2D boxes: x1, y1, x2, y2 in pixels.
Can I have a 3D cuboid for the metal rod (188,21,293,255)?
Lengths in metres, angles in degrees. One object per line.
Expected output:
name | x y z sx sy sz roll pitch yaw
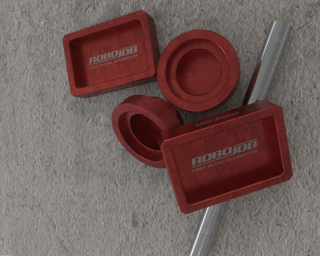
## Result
metal rod | 0.094 0.021 0.375 0.025 0.025 0.298 21 97 19

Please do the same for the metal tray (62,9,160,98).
metal tray | -0.067 -0.098 0.429 0.130 0.030 0.090 -11 86 19

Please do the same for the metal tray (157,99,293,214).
metal tray | 0.072 0.031 0.339 0.131 0.030 0.089 -17 108 -3

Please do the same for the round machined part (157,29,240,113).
round machined part | 0.049 -0.067 0.382 0.098 0.042 0.097 0 89 19

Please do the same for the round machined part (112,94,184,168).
round machined part | -0.009 0.000 0.386 0.098 0.042 0.097 24 138 23
